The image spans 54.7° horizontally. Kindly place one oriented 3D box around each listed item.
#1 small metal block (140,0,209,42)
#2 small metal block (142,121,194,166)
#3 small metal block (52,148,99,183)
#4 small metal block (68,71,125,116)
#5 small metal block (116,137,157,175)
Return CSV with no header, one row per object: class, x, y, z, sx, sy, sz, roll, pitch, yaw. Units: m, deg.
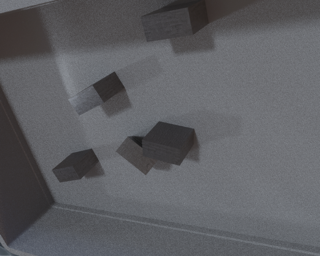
small metal block,0.016,-0.110,0.316,0.050,0.050,0.025,0,118,28
small metal block,0.011,0.018,0.398,0.050,0.050,0.025,13,124,21
small metal block,-0.136,0.061,0.502,0.050,0.050,0.025,-14,111,34
small metal block,-0.083,-0.046,0.408,0.050,0.050,0.025,-21,107,36
small metal block,-0.029,0.037,0.428,0.050,0.050,0.025,38,91,2
